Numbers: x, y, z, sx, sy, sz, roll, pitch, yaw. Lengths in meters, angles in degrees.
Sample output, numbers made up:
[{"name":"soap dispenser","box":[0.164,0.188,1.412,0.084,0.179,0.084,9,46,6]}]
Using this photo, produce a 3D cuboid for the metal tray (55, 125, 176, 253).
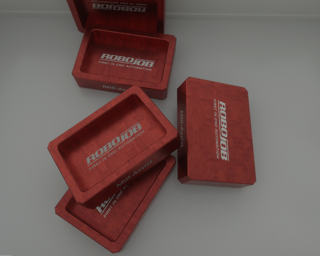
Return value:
[{"name":"metal tray","box":[-0.051,0.071,0.380,0.090,0.030,0.130,31,73,10]}]

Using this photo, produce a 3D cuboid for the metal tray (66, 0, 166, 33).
[{"name":"metal tray","box":[-0.058,-0.170,0.436,0.131,0.090,0.030,4,70,1]}]

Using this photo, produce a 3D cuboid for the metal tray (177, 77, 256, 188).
[{"name":"metal tray","box":[0.069,0.006,0.389,0.091,0.030,0.130,8,69,-19]}]

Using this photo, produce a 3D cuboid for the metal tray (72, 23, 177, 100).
[{"name":"metal tray","box":[-0.048,-0.095,0.441,0.131,0.030,0.090,9,70,3]}]

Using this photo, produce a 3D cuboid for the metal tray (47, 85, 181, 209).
[{"name":"metal tray","box":[-0.053,0.019,0.361,0.130,0.030,0.090,-35,62,-7]}]
